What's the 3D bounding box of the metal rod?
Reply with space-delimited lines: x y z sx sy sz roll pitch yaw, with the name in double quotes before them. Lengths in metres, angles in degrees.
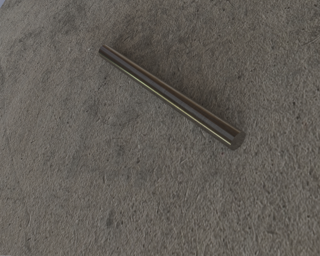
"metal rod" -0.003 -0.059 0.442 0.025 0.025 0.300 -47 51 -5
